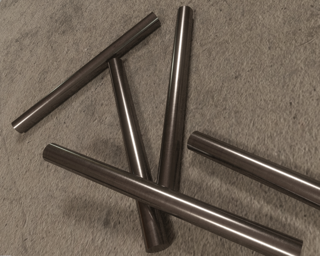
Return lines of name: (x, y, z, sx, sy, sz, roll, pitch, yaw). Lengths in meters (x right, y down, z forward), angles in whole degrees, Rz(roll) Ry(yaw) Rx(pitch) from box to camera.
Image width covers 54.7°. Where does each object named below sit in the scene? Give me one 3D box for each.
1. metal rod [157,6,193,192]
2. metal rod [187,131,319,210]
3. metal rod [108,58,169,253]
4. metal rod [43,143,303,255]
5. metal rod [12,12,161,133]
metal rod: (0.024, -0.055, 0.423, 0.025, 0.025, 0.299, -7, 59, 24)
metal rod: (0.152, 0.064, 0.284, 0.300, 0.025, 0.025, 24, 75, 36)
metal rod: (-0.037, 0.011, 0.414, 0.025, 0.025, 0.299, -26, 53, 12)
metal rod: (-0.009, 0.071, 0.334, 0.301, 0.025, 0.025, 17, 70, 24)
metal rod: (-0.125, -0.092, 0.523, 0.300, 0.025, 0.025, -38, 51, 2)
